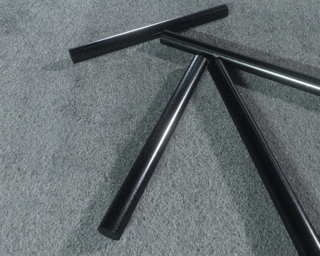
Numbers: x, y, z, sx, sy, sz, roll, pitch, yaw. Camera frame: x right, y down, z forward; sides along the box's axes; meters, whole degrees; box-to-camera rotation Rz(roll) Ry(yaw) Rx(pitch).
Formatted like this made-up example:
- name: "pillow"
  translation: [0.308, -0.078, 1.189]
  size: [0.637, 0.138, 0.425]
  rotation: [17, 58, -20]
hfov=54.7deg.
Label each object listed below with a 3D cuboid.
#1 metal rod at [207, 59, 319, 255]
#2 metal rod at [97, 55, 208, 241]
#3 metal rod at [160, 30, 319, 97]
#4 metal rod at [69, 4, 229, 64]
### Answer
- name: "metal rod"
  translation: [0.118, 0.014, 0.391]
  size: [0.025, 0.025, 0.300]
  rotation: [-9, 51, -8]
- name: "metal rod"
  translation: [0.006, 0.001, 0.402]
  size: [0.025, 0.025, 0.301]
  rotation: [18, 52, 14]
- name: "metal rod"
  translation: [0.137, -0.101, 0.488]
  size: [0.301, 0.025, 0.025]
  rotation: [23, 54, 18]
- name: "metal rod"
  translation: [-0.010, -0.170, 0.545]
  size: [0.302, 0.025, 0.025]
  rotation: [-22, 54, -18]
